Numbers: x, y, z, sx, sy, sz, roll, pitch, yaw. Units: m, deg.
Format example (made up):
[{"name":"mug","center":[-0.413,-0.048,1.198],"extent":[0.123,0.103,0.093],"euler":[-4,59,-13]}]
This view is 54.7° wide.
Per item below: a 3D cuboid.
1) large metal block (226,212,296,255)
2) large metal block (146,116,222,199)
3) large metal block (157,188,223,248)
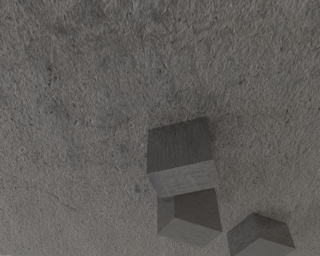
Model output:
[{"name":"large metal block","center":[0.183,0.208,0.569],"extent":[0.080,0.050,0.080],"euler":[22,127,-18]},{"name":"large metal block","center":[0.030,0.037,0.403],"extent":[0.080,0.080,0.050],"euler":[-14,129,11]},{"name":"large metal block","center":[0.043,0.128,0.480],"extent":[0.080,0.080,0.050],"euler":[23,126,-18]}]
